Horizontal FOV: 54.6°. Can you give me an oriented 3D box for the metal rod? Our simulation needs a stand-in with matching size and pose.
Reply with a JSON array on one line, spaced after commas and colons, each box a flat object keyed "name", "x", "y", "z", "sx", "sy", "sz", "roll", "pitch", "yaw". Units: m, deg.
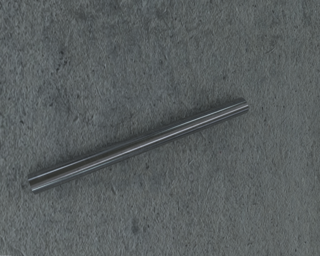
[{"name": "metal rod", "x": -0.013, "y": 0.016, "z": 0.403, "sx": 0.302, "sy": 0.025, "sz": 0.025, "roll": -20, "pitch": 97, "yaw": -19}]
